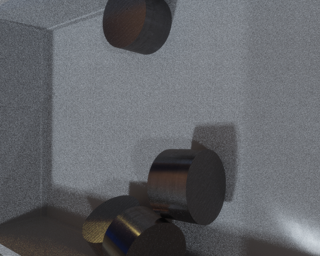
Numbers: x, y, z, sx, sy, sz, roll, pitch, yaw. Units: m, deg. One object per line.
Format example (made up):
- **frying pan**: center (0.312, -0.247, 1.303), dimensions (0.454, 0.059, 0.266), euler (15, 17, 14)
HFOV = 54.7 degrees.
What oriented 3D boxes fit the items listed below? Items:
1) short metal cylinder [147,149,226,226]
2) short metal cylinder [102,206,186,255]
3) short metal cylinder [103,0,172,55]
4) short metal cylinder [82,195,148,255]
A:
- **short metal cylinder**: center (0.032, 0.063, 0.345), dimensions (0.050, 0.081, 0.080), euler (-3, 88, 40)
- **short metal cylinder**: center (-0.018, 0.136, 0.351), dimensions (0.050, 0.081, 0.079), euler (15, 100, 55)
- **short metal cylinder**: center (-0.031, -0.143, 0.417), dimensions (0.080, 0.050, 0.080), euler (0, 90, 40)
- **short metal cylinder**: center (-0.053, 0.135, 0.406), dimensions (0.080, 0.080, 0.050), euler (-2, 122, 40)
